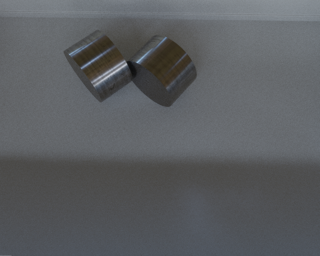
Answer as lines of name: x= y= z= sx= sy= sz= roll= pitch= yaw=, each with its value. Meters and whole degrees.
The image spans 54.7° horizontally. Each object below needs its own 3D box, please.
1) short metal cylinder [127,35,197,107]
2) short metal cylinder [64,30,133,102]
short metal cylinder: x=0.001 y=-0.074 z=0.407 sx=0.080 sy=0.080 sz=0.050 roll=38 pitch=75 yaw=13
short metal cylinder: x=-0.081 y=-0.081 z=0.409 sx=0.050 sy=0.080 sz=0.080 roll=-38 pitch=75 yaw=-12
